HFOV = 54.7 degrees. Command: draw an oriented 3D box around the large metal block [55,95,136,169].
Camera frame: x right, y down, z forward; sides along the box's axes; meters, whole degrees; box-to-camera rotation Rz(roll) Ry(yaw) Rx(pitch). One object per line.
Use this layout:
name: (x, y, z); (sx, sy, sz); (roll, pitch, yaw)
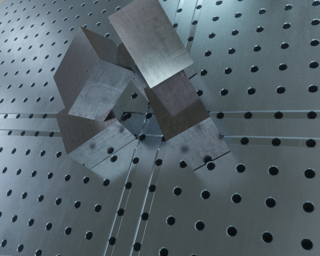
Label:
large metal block: (-0.092, -0.003, 0.440); (0.080, 0.050, 0.080); (-34, 52, 5)

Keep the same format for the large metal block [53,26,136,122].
large metal block: (-0.086, -0.068, 0.393); (0.080, 0.050, 0.080); (-53, 47, 23)

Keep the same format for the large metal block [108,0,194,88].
large metal block: (-0.010, -0.092, 0.343); (0.050, 0.080, 0.080); (-31, 9, 3)

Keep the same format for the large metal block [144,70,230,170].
large metal block: (0.032, -0.009, 0.359); (0.050, 0.080, 0.080); (-30, 52, 9)

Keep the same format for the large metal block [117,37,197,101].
large metal block: (-0.007, -0.091, 0.429); (0.080, 0.080, 0.050); (-36, 52, 4)
